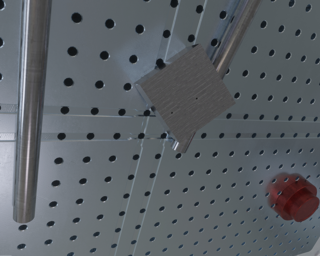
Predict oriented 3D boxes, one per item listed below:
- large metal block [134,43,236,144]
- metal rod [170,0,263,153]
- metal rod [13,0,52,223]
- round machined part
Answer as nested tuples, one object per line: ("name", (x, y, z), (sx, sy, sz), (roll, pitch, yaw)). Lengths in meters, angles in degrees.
("large metal block", (0.028, -0.041, 0.366), (0.080, 0.050, 0.080), (-36, 105, -5))
("metal rod", (0.085, -0.099, 0.396), (0.025, 0.025, 0.298), (12, 112, -34))
("metal rod", (-0.135, -0.021, 0.324), (0.025, 0.025, 0.298), (0, 118, -29))
("round machined part", (0.301, 0.163, 0.666), (0.099, 0.042, 0.097), (-14, 124, -21))
